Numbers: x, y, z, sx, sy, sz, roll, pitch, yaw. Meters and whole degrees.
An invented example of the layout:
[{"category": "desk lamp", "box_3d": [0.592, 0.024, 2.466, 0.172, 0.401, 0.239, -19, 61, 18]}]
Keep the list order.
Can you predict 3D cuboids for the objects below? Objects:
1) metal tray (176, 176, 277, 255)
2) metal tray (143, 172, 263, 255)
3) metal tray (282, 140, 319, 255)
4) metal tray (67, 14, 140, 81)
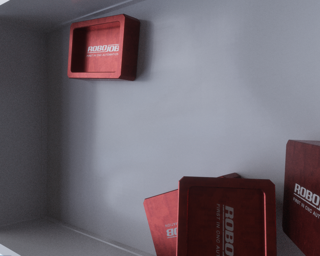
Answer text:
[{"category": "metal tray", "box_3d": [0.063, 0.114, 0.299, 0.090, 0.030, 0.129, 1, 79, 10]}, {"category": "metal tray", "box_3d": [0.045, 0.113, 0.367, 0.130, 0.030, 0.090, -26, 74, 37]}, {"category": "metal tray", "box_3d": [0.132, 0.058, 0.235, 0.030, 0.130, 0.089, 2, 92, 3]}, {"category": "metal tray", "box_3d": [-0.091, -0.120, 0.478, 0.130, 0.030, 0.089, 8, 95, 39]}]
